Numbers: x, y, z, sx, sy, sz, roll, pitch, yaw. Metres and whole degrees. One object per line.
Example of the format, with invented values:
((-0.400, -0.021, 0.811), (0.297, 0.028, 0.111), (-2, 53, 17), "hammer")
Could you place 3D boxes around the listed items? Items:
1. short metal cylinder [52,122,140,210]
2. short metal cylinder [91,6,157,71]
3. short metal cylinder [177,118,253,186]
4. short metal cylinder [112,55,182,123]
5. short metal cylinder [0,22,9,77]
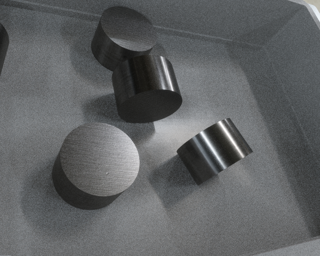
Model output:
((-0.069, 0.041, 0.329), (0.081, 0.050, 0.080), (14, 56, -21), "short metal cylinder")
((-0.051, -0.124, 0.439), (0.081, 0.050, 0.080), (14, 56, -21), "short metal cylinder")
((0.068, 0.030, 0.391), (0.081, 0.080, 0.050), (-22, 74, -36), "short metal cylinder")
((-0.017, -0.047, 0.391), (0.081, 0.080, 0.050), (0, 62, -28), "short metal cylinder")
((-0.201, -0.079, 0.311), (0.081, 0.080, 0.050), (11, 57, -23), "short metal cylinder")
